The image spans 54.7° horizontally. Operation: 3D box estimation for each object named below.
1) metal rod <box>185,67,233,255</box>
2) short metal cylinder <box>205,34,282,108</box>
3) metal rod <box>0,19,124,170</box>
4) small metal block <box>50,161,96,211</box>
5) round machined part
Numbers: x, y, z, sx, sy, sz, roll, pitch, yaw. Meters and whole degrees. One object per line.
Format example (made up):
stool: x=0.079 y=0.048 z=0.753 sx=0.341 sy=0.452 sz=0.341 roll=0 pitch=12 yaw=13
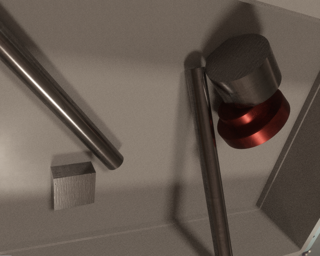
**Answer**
metal rod: x=0.070 y=0.069 z=0.419 sx=0.025 sy=0.025 sz=0.298 roll=-15 pitch=102 yaw=-21
short metal cylinder: x=0.104 y=-0.071 z=0.388 sx=0.080 sy=0.080 sz=0.050 roll=-42 pitch=130 yaw=0
metal rod: x=-0.124 y=-0.050 z=0.310 sx=0.025 sy=0.025 sz=0.300 roll=-38 pitch=130 yaw=-3
small metal block: x=-0.111 y=0.073 z=0.395 sx=0.050 sy=0.025 sz=0.050 roll=-6 pitch=121 yaw=-26
round machined part: x=0.118 y=-0.022 z=0.417 sx=0.098 sy=0.098 sz=0.042 roll=-43 pitch=115 yaw=1
